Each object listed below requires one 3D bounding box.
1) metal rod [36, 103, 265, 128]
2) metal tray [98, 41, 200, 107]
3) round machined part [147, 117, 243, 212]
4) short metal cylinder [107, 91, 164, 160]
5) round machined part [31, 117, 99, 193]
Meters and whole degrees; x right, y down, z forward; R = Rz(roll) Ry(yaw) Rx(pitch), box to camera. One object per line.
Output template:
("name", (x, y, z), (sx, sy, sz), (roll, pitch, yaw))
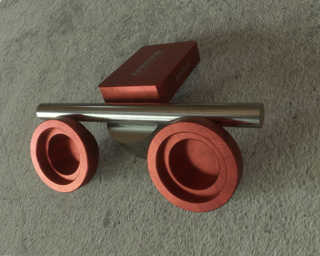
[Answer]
("metal rod", (-0.034, -0.018, 0.369), (0.300, 0.025, 0.025), (2, 63, 29))
("metal tray", (-0.010, -0.075, 0.417), (0.090, 0.030, 0.131), (2, 37, 29))
("round machined part", (0.039, 0.035, 0.329), (0.098, 0.042, 0.097), (8, 108, 26))
("short metal cylinder", (-0.021, -0.005, 0.403), (0.080, 0.050, 0.080), (-13, 56, 20))
("round machined part", (-0.122, 0.033, 0.415), (0.098, 0.042, 0.097), (6, 103, 26))
